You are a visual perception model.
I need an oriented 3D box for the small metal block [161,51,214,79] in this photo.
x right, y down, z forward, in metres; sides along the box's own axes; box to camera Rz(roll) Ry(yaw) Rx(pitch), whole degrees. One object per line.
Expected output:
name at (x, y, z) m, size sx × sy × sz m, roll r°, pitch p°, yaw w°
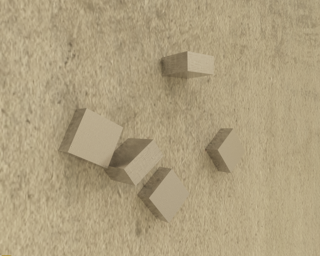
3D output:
small metal block at (0.037, -0.084, 0.422) m, size 0.050 × 0.050 × 0.025 m, roll -2°, pitch 91°, yaw -40°

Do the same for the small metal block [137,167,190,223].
small metal block at (0.006, 0.088, 0.412) m, size 0.050 × 0.025 × 0.050 m, roll -49°, pitch 119°, yaw -29°

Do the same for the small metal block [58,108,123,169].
small metal block at (-0.076, 0.012, 0.343) m, size 0.050 × 0.025 × 0.050 m, roll 31°, pitch 71°, yaw -36°

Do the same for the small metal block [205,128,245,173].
small metal block at (0.106, 0.035, 0.496) m, size 0.050 × 0.025 × 0.050 m, roll -48°, pitch 119°, yaw -29°

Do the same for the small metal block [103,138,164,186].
small metal block at (-0.033, 0.038, 0.363) m, size 0.050 × 0.050 × 0.025 m, roll -45°, pitch 117°, yaw -31°
